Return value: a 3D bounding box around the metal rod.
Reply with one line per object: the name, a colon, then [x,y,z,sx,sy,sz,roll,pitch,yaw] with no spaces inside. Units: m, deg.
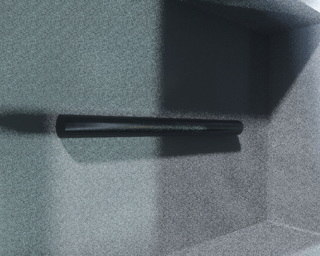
metal rod: [0.013,-0.001,0.417,0.302,0.025,0.025,0,90,-40]
